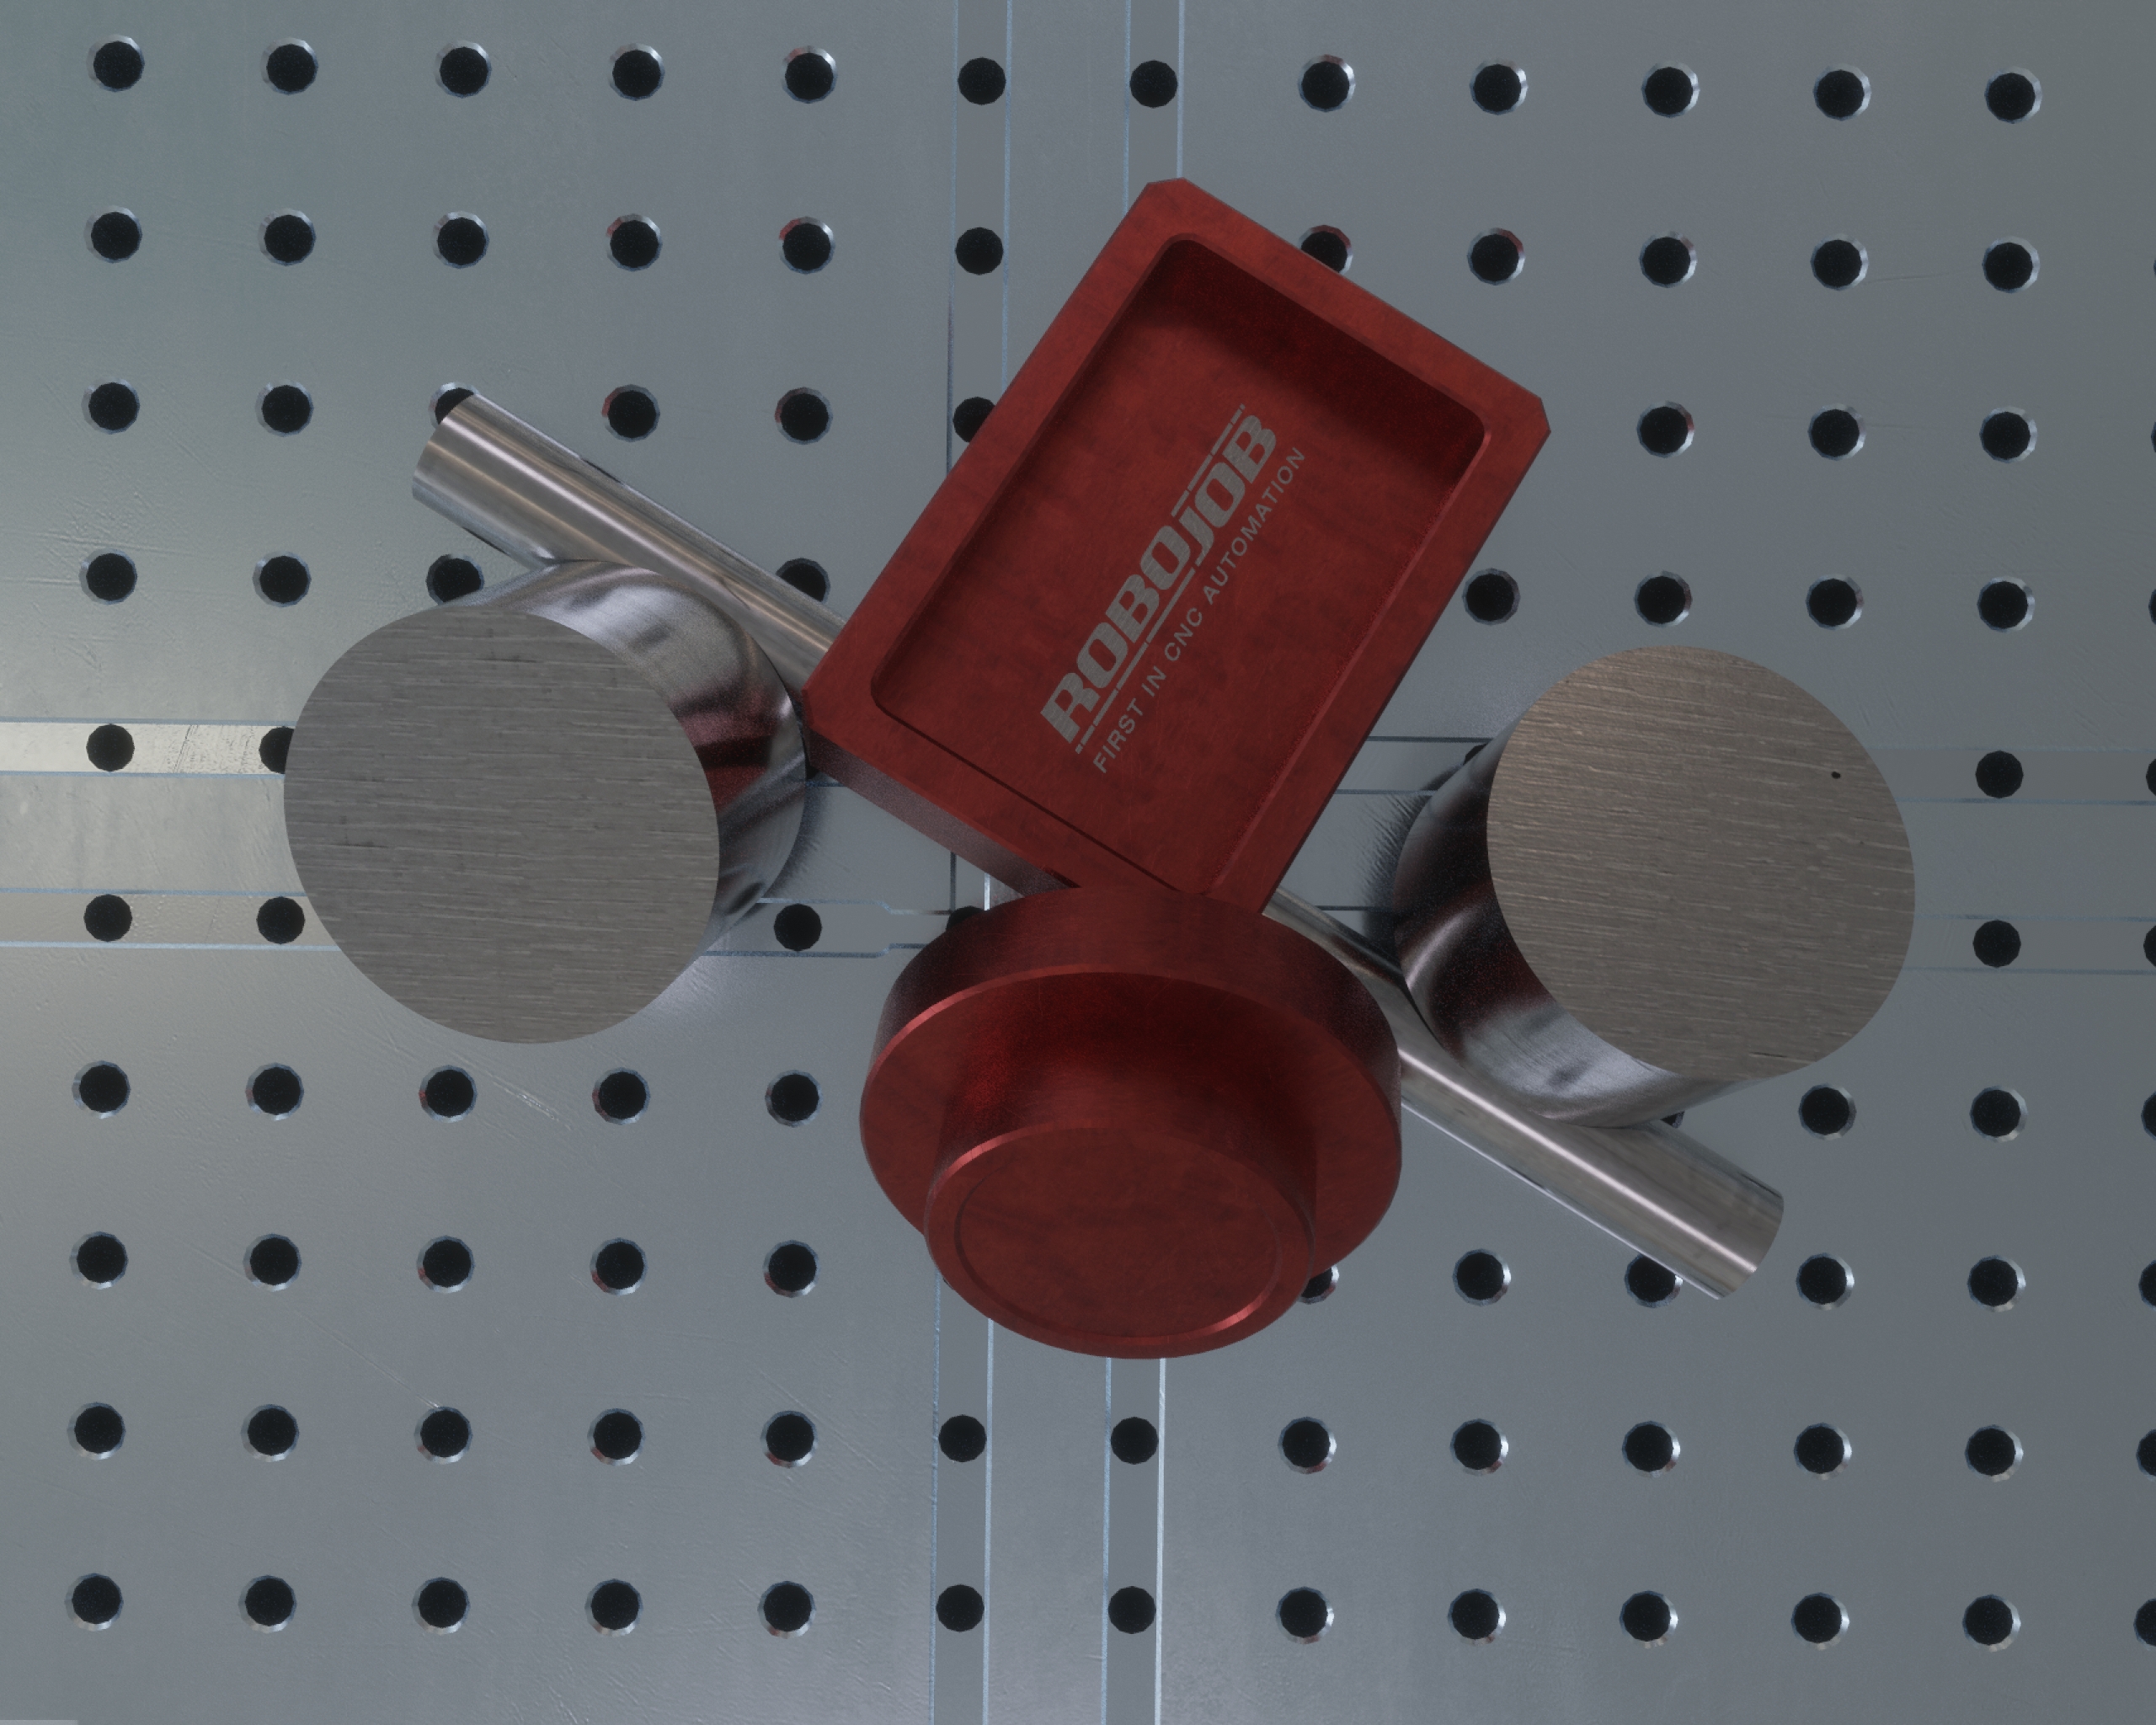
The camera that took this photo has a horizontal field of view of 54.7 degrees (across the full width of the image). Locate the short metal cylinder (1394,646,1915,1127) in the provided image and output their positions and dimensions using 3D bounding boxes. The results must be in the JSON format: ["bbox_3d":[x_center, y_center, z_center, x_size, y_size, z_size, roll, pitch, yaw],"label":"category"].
[{"bbox_3d":[0.105,0.006,0.390,0.081,0.050,0.080,3,73,-10],"label":"short metal cylinder"}]

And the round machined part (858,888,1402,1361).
[{"bbox_3d":[0.009,0.054,0.378,0.099,0.042,0.097,4,133,4],"label":"round machined part"}]

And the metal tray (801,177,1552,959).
[{"bbox_3d":[0.019,-0.054,0.396,0.090,0.030,0.130,32,77,0],"label":"metal tray"}]

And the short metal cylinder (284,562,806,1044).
[{"bbox_3d":[-0.097,-0.013,0.388,0.080,0.050,0.079,3,107,9],"label":"short metal cylinder"}]

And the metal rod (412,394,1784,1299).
[{"bbox_3d":[0.004,-0.003,0.413,0.301,0.025,0.025,32,90,0],"label":"metal rod"}]
